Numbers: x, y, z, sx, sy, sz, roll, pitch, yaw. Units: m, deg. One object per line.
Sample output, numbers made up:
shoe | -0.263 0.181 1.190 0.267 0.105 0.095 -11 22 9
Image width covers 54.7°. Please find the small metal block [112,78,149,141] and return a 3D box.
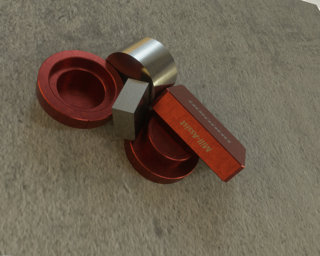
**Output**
small metal block | -0.033 -0.021 0.363 0.025 0.050 0.050 15 52 9

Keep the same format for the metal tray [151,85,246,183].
metal tray | 0.055 0.001 0.404 0.130 0.030 0.090 46 19 3

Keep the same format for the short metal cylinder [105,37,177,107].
short metal cylinder | -0.025 -0.070 0.401 0.080 0.080 0.050 44 51 2

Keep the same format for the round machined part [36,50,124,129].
round machined part | -0.095 -0.041 0.369 0.099 0.042 0.098 14 56 -21

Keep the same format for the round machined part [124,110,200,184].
round machined part | 0.008 0.017 0.390 0.099 0.042 0.098 14 56 -21
